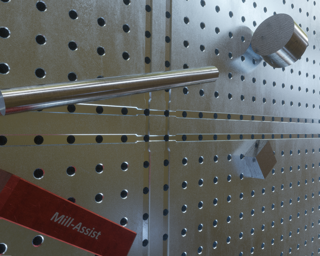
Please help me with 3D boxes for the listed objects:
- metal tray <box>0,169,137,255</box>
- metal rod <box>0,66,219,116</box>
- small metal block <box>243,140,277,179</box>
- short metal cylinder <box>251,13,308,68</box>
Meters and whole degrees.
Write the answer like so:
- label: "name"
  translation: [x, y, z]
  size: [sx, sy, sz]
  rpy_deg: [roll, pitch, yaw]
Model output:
- label: "metal tray"
  translation: [-0.096, 0.079, 0.286]
  size: [0.130, 0.090, 0.030]
  rpy_deg: [38, 67, -33]
- label: "metal rod"
  translation: [-0.033, -0.053, 0.381]
  size: [0.302, 0.025, 0.025]
  rpy_deg: [-15, 100, -39]
- label: "small metal block"
  translation: [0.183, 0.056, 0.563]
  size: [0.050, 0.025, 0.050]
  rpy_deg: [-42, 116, -32]
- label: "short metal cylinder"
  translation: [0.211, -0.154, 0.550]
  size: [0.050, 0.080, 0.080]
  rpy_deg: [24, 75, -38]
